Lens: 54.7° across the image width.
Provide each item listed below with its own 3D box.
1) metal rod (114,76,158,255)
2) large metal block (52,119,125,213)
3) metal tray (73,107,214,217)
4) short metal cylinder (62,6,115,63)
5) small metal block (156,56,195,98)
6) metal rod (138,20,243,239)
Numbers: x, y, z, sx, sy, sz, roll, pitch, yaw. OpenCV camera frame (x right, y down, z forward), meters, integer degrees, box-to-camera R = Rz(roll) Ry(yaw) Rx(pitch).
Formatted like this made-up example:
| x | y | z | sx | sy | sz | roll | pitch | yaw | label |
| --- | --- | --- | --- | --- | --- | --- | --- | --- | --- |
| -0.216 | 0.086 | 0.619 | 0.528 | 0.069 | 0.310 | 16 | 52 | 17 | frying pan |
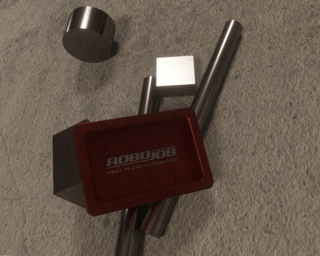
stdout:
| x | y | z | sx | sy | sz | roll | pitch | yaw | label |
| --- | --- | --- | --- | --- | --- | --- | --- | --- | --- |
| -0.028 | 0.063 | 0.378 | 0.025 | 0.025 | 0.299 | -7 | 58 | 24 | metal rod |
| -0.084 | 0.049 | 0.381 | 0.050 | 0.080 | 0.080 | -25 | 53 | 13 | large metal block |
| -0.017 | 0.033 | 0.325 | 0.131 | 0.030 | 0.090 | -9 | 77 | -19 | metal tray |
| -0.119 | -0.156 | 0.525 | 0.080 | 0.080 | 0.050 | -9 | 58 | 23 | short metal cylinder |
| 0.022 | -0.071 | 0.425 | 0.050 | 0.025 | 0.050 | -3 | 59 | 5 | small metal block |
| 0.046 | -0.013 | 0.386 | 0.025 | 0.025 | 0.300 | 11 | 67 | 32 | metal rod |
